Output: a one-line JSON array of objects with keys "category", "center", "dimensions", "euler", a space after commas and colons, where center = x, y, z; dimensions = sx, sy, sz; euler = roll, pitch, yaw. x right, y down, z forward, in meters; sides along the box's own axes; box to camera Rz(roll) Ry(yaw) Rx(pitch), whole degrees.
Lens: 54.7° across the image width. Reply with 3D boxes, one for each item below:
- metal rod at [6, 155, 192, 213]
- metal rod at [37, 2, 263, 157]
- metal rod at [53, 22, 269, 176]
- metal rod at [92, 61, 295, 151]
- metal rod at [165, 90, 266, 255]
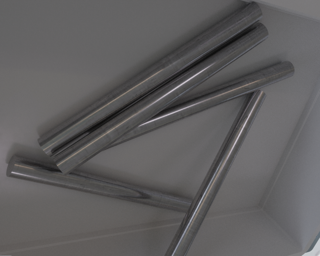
[{"category": "metal rod", "center": [-0.053, 0.088, 0.433], "dimensions": [0.302, 0.025, 0.025], "euler": [22, 106, -37]}, {"category": "metal rod", "center": [-0.006, -0.061, 0.366], "dimensions": [0.301, 0.025, 0.025], "euler": [-34, 129, -6]}, {"category": "metal rod", "center": [0.010, -0.042, 0.372], "dimensions": [0.301, 0.025, 0.025], "euler": [-35, 129, -12]}, {"category": "metal rod", "center": [0.054, -0.034, 0.416], "dimensions": [0.302, 0.025, 0.025], "euler": [-22, 127, -16]}, {"category": "metal rod", "center": [0.073, 0.076, 0.430], "dimensions": [0.025, 0.025, 0.300], "euler": [38, 76, -39]}]
